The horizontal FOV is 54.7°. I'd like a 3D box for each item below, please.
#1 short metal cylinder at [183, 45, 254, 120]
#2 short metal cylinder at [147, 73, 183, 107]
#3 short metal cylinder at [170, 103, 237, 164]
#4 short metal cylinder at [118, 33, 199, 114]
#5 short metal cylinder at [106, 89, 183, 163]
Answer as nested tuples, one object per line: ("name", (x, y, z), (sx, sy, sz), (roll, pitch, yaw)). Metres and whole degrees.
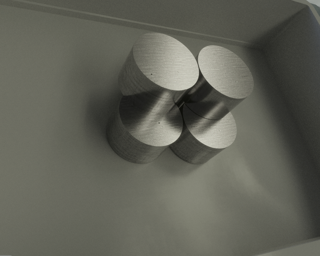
("short metal cylinder", (0.071, -0.058, 0.395), (0.081, 0.050, 0.080), (14, 56, -21))
("short metal cylinder", (0.005, -0.062, 0.428), (0.081, 0.050, 0.080), (14, 56, -21))
("short metal cylinder", (0.054, 0.002, 0.415), (0.081, 0.050, 0.080), (14, 56, -21))
("short metal cylinder", (-0.002, -0.063, 0.360), (0.081, 0.050, 0.080), (14, 56, -21))
("short metal cylinder", (-0.019, -0.003, 0.379), (0.081, 0.050, 0.080), (14, 56, -21))
